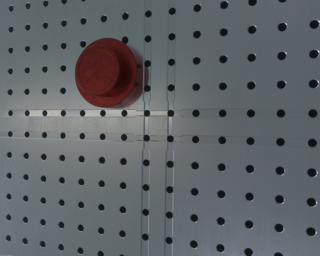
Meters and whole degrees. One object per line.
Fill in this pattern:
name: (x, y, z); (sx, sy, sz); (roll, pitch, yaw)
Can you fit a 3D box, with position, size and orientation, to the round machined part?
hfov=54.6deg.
round machined part: (-0.078, -0.077, 0.432); (0.098, 0.042, 0.097); (0, 90, 20)
